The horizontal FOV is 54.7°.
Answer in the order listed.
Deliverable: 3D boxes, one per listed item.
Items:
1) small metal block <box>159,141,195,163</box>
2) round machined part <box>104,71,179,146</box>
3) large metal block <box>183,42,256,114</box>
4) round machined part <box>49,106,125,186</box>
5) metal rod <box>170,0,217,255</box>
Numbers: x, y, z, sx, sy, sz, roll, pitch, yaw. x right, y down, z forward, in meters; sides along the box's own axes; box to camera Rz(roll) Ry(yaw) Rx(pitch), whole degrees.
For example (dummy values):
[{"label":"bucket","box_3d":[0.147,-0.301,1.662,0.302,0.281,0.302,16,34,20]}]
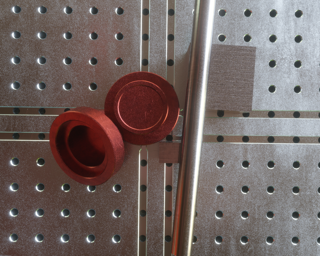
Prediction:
[{"label":"small metal block","box_3d":[0.024,0.030,0.401,0.050,0.050,0.025,0,91,0]},{"label":"round machined part","box_3d":[-0.024,-0.025,0.405,0.099,0.042,0.097,0,90,0]},{"label":"large metal block","box_3d":[0.074,-0.062,0.401,0.081,0.050,0.080,4,90,0]},{"label":"round machined part","box_3d":[-0.086,0.019,0.390,0.098,0.042,0.097,9,113,23]},{"label":"metal rod","box_3d":[0.039,-0.002,0.363,0.025,0.025,0.298,6,90,0]}]
